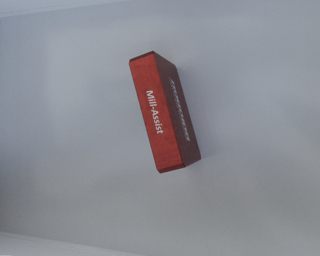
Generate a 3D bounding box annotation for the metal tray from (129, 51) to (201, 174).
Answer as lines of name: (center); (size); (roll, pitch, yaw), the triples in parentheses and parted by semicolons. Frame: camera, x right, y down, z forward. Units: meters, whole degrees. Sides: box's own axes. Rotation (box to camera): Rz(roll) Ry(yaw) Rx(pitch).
metal tray: (0.009, -0.017, 0.370); (0.030, 0.090, 0.129); (-17, 85, 18)
